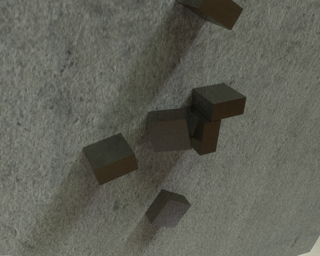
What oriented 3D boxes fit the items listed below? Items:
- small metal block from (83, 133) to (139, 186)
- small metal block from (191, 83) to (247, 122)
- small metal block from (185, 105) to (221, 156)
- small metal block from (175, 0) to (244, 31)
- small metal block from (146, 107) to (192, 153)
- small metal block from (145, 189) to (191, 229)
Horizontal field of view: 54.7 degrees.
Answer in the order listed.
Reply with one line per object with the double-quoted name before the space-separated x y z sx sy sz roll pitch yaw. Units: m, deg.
"small metal block" -0.061 0.037 0.381 0.050 0.050 0.025 -22 127 -16
"small metal block" 0.077 -0.036 0.413 0.050 0.050 0.025 -13 124 -22
"small metal block" 0.055 0.001 0.424 0.025 0.050 0.050 -11 123 -23
"small metal block" 0.053 -0.135 0.338 0.050 0.050 0.025 18 109 -36
"small metal block" 0.013 0.003 0.403 0.050 0.025 0.050 -6 127 11
"small metal block" 0.013 0.131 0.497 0.050 0.025 0.050 24 105 -37
